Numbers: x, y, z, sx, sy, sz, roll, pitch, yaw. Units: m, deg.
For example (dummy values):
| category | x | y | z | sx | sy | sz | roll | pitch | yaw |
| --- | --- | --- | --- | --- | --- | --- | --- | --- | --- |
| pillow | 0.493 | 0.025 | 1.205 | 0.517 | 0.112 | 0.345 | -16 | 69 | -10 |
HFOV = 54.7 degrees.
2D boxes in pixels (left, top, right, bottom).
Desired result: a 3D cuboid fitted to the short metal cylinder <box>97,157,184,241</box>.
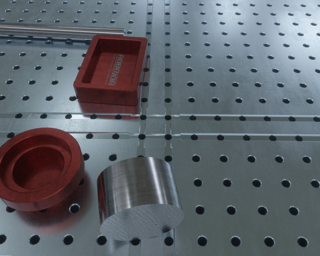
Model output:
| category | x | y | z | sx | sy | sz | roll | pitch | yaw |
| --- | --- | --- | --- | --- | --- | --- | --- | --- | --- |
| short metal cylinder | -0.021 | 0.073 | 0.311 | 0.081 | 0.080 | 0.050 | -8 | 51 | -7 |

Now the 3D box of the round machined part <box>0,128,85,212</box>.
| category | x | y | z | sx | sy | sz | roll | pitch | yaw |
| --- | --- | --- | --- | --- | --- | --- | --- | --- | --- |
| round machined part | -0.136 | 0.050 | 0.353 | 0.099 | 0.042 | 0.098 | 0 | 50 | 0 |

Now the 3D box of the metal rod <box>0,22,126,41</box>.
| category | x | y | z | sx | sy | sz | roll | pitch | yaw |
| --- | --- | --- | --- | --- | --- | --- | --- | --- | --- |
| metal rod | -0.212 | -0.171 | 0.548 | 0.302 | 0.025 | 0.025 | 3 | 50 | 2 |

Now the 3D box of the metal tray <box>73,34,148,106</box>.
| category | x | y | z | sx | sy | sz | roll | pitch | yaw |
| --- | --- | --- | --- | --- | --- | --- | --- | --- | --- |
| metal tray | -0.071 | -0.094 | 0.482 | 0.091 | 0.030 | 0.130 | 5 | 50 | 3 |
